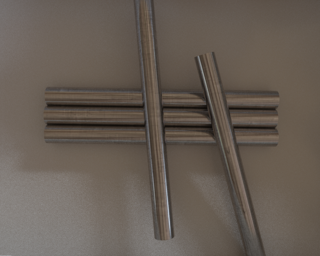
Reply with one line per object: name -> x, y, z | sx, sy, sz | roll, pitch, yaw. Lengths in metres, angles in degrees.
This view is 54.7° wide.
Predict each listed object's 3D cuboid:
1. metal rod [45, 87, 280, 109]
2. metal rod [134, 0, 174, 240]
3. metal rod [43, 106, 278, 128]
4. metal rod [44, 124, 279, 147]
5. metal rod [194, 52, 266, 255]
metal rod -> 0.003, -0.040, 0.410 | 0.302, 0.025, 0.025 | 1, 90, -1
metal rod -> -0.007, -0.013, 0.385 | 0.025, 0.025, 0.298 | -5, 90, -1
metal rod -> 0.002, -0.015, 0.410 | 0.302, 0.025, 0.025 | 1, 90, -1
metal rod -> 0.003, 0.010, 0.410 | 0.302, 0.025, 0.025 | 1, 90, -1
metal rod -> 0.094, 0.054, 0.391 | 0.025, 0.025, 0.298 | -16, 97, 0
